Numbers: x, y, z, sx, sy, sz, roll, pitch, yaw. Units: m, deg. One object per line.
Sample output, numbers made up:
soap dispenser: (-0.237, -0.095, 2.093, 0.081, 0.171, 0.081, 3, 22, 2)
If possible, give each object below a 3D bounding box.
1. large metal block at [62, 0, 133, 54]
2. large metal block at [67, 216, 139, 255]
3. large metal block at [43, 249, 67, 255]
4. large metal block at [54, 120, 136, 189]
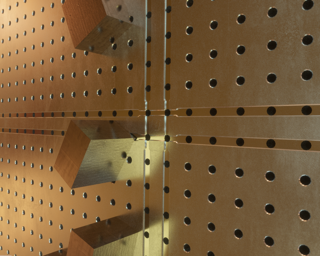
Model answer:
large metal block: (-0.097, -0.172, 0.470, 0.080, 0.050, 0.080, -31, 71, 35)
large metal block: (-0.084, 0.182, 0.441, 0.050, 0.081, 0.079, 21, 103, 38)
large metal block: (-0.170, 0.268, 0.530, 0.080, 0.050, 0.079, 9, 96, 39)
large metal block: (-0.094, 0.035, 0.449, 0.050, 0.081, 0.079, 39, 114, 33)
